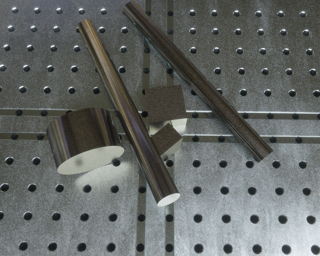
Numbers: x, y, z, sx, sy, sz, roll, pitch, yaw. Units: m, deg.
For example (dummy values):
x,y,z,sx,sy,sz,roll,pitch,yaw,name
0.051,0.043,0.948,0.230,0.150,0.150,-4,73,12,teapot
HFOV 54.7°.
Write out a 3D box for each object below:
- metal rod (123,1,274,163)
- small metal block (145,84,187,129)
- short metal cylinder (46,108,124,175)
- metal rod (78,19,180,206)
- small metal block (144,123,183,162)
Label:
x,y,z,sx,sy,sz,roll,pitch,yaw,name
0.045,-0.074,0.439,0.025,0.025,0.300,-36,74,-12,metal rod
0.007,-0.029,0.422,0.050,0.025,0.050,-7,70,-3,small metal block
-0.090,0.017,0.375,0.080,0.080,0.050,-20,72,-7,short metal cylinder
-0.051,-0.040,0.390,0.025,0.025,0.299,-23,58,-8,metal rod
0.000,0.026,0.389,0.050,0.050,0.025,-39,75,-13,small metal block
